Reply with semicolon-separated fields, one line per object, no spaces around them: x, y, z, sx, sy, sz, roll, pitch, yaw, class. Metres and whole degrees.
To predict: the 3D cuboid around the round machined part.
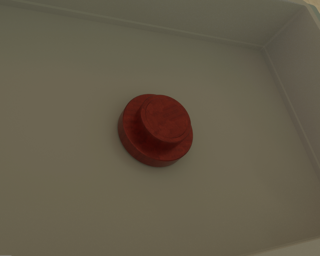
0.000;-0.003;0.394;0.099;0.042;0.098;14;56;-21;round machined part
